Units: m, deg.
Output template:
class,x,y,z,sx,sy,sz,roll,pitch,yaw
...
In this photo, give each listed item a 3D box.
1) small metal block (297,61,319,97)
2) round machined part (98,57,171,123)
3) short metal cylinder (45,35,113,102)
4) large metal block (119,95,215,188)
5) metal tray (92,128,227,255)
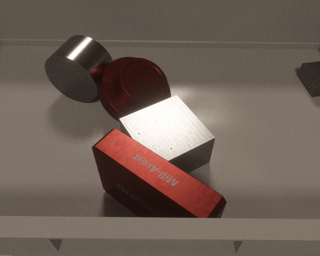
class,x,y,z,sx,sy,sz,roll,pitch,yaw
small metal block,0.248,-0.076,0.472,0.050,0.025,0.050,-7,50,-6
round machined part,-0.028,-0.054,0.412,0.099,0.042,0.098,11,63,-23
short metal cylinder,-0.112,-0.082,0.437,0.080,0.080,0.050,17,52,14
large metal block,0.007,0.016,0.376,0.081,0.050,0.080,-24,54,-19
metal tray,-0.005,0.065,0.307,0.130,0.089,0.030,31,57,23
